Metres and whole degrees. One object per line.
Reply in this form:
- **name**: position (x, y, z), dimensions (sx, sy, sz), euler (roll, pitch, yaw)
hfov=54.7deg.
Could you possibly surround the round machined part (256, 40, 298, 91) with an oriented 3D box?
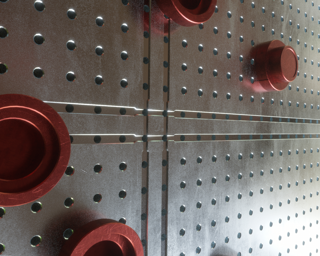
- **round machined part**: position (0.229, -0.120, 0.594), dimensions (0.099, 0.042, 0.097), euler (0, 90, -40)

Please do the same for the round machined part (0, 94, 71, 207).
- **round machined part**: position (-0.137, 0.019, 0.284), dimensions (0.099, 0.042, 0.097), euler (0, 90, -40)

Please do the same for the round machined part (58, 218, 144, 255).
- **round machined part**: position (-0.070, 0.149, 0.342), dimensions (0.099, 0.042, 0.097), euler (0, 90, -40)

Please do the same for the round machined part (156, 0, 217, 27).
- **round machined part**: position (0.031, -0.188, 0.426), dimensions (0.099, 0.042, 0.097), euler (0, 90, -40)
